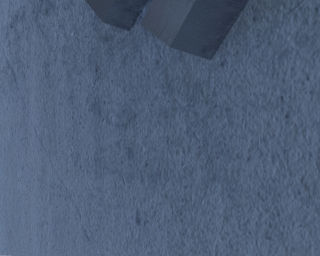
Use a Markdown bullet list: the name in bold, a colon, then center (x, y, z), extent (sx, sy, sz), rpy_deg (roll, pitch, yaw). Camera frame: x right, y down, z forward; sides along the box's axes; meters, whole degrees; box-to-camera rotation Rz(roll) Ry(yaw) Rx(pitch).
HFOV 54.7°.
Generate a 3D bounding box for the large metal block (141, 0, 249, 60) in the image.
- **large metal block**: center (0.039, -0.127, 0.335), extent (0.050, 0.081, 0.080), rpy_deg (46, 117, 30)

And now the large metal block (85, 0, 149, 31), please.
- **large metal block**: center (-0.060, -0.199, 0.436), extent (0.080, 0.050, 0.080), rpy_deg (-51, 60, 27)
